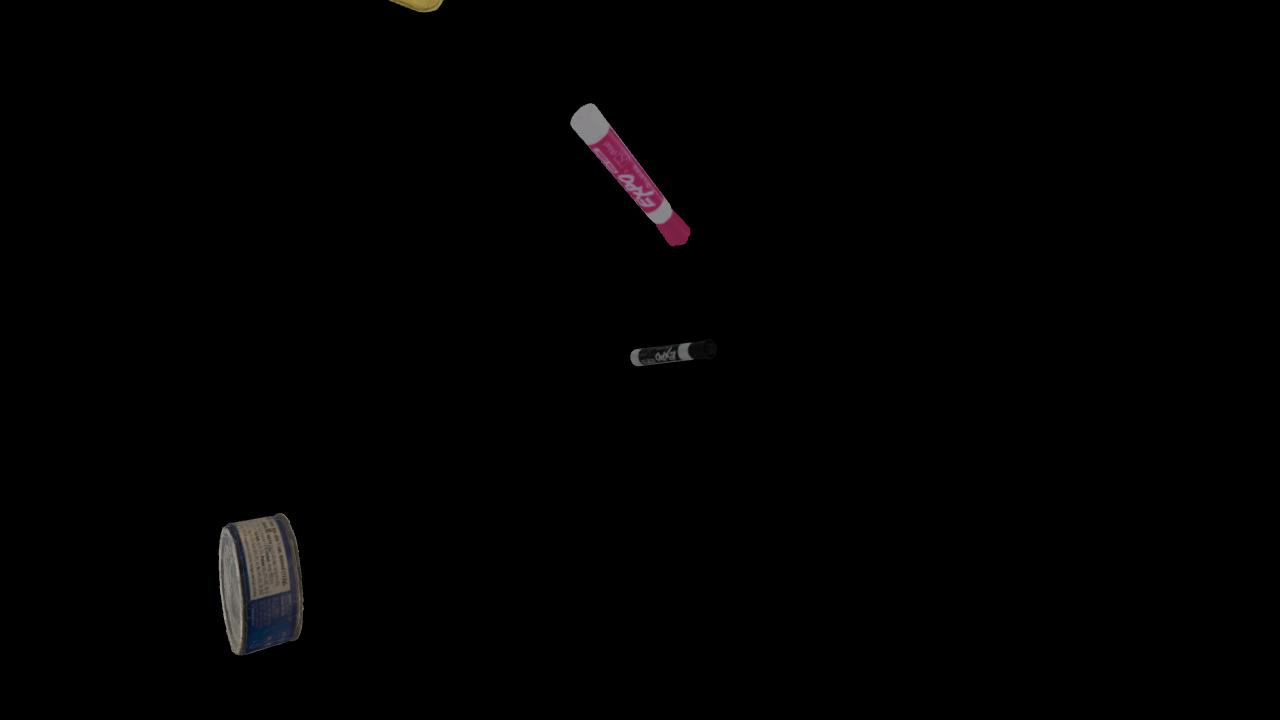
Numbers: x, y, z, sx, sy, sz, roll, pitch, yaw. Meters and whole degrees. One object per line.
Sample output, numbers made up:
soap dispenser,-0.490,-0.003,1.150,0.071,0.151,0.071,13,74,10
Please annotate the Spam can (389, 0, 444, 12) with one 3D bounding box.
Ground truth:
Spam can,-0.147,-0.309,0.422,0.058,0.085,0.101,18,-44,-13

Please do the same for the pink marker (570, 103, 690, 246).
pink marker,-0.001,-0.115,0.402,0.020,0.020,0.121,0,-28,38

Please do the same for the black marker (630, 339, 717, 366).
black marker,0.032,-0.006,0.611,0.020,0.020,0.121,0,-4,-36

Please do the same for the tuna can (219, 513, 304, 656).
tuna can,-0.249,0.145,0.402,0.034,0.084,0.084,-4,2,-42
